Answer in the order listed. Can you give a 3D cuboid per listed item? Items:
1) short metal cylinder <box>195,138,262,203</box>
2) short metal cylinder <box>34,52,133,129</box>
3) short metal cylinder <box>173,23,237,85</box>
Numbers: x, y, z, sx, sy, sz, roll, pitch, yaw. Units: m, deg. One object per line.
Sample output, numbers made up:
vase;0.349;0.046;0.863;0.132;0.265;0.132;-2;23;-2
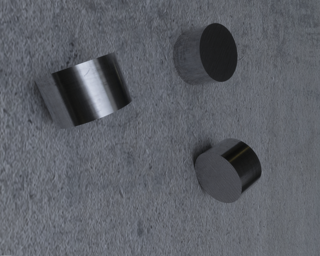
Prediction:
short metal cylinder;0.098;0.061;0.451;0.050;0.080;0.080;-27;108;-37
short metal cylinder;-0.074;-0.038;0.307;0.081;0.080;0.050;-31;110;-36
short metal cylinder;0.066;-0.103;0.443;0.081;0.050;0.080;0;90;-40
